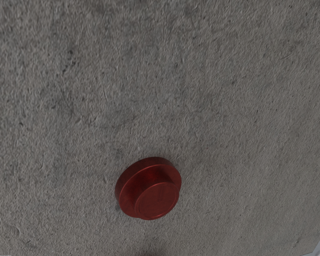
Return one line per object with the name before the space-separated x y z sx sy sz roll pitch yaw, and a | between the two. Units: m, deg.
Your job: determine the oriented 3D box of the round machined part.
round machined part | -0.011 0.094 0.447 0.099 0.042 0.097 -14 124 -21
